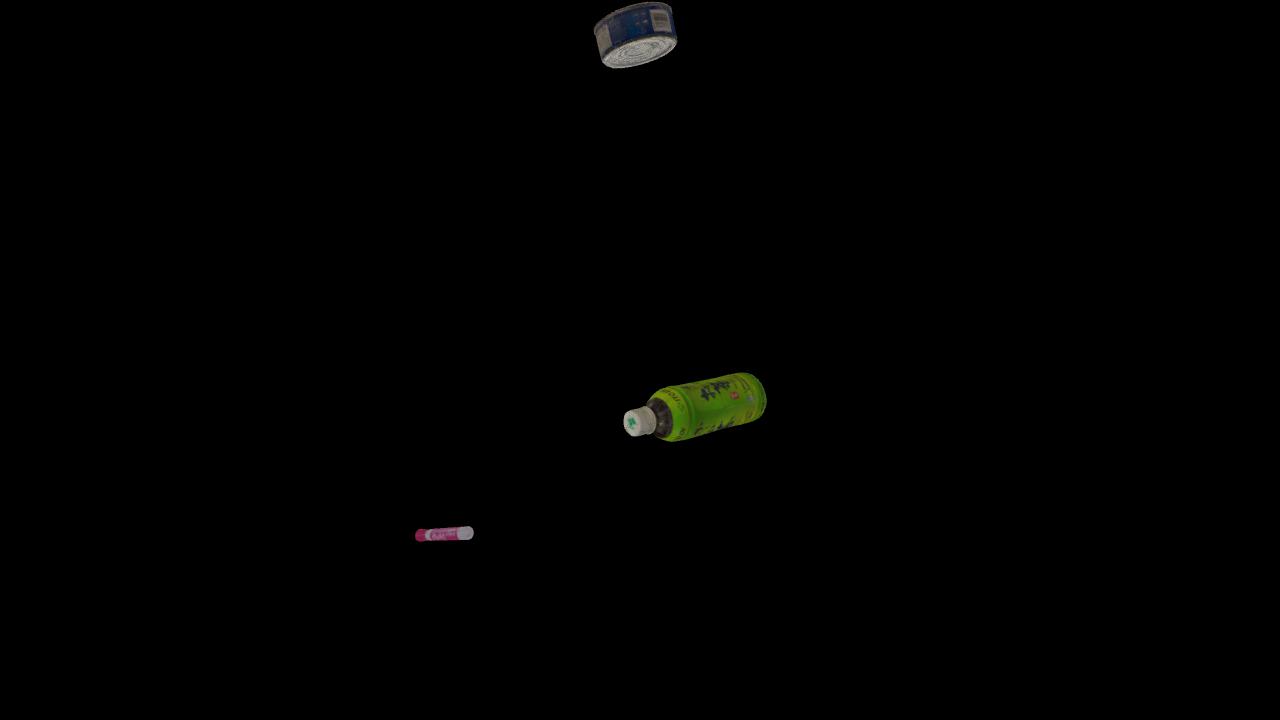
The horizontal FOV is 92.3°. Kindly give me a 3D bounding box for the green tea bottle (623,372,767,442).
[{"bbox_3d":[0.068,0.062,0.771,0.212,0.073,0.073,-10,6,-39],"label":"green tea bottle"}]

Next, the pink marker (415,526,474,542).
[{"bbox_3d":[-0.292,0.258,0.909,0.121,0.020,0.020,-13,-8,34],"label":"pink marker"}]

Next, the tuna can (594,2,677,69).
[{"bbox_3d":[-0.004,-0.337,0.642,0.084,0.034,0.084,-14,9,2],"label":"tuna can"}]
